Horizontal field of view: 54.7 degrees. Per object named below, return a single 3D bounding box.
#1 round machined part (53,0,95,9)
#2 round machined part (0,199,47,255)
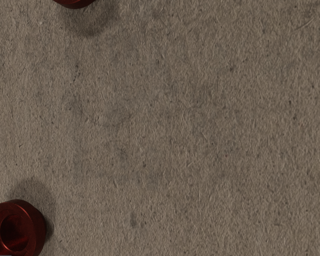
[{"bbox_3d":[-0.115,-0.217,0.439,0.098,0.042,0.097,0,90,19],"label":"round machined part"},{"bbox_3d":[-0.215,0.157,0.474,0.098,0.042,0.097,0,90,19],"label":"round machined part"}]
